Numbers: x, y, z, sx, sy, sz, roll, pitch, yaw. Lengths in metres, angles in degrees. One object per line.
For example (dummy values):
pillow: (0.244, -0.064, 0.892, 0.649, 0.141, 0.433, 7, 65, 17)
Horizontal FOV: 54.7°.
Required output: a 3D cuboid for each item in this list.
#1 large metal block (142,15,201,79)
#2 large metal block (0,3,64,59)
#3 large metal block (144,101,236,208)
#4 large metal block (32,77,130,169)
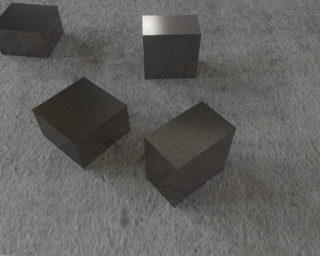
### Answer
large metal block: (0.015, -0.121, 0.470, 0.081, 0.080, 0.050, -2, 50, -2)
large metal block: (-0.220, -0.165, 0.523, 0.080, 0.050, 0.080, 6, 50, 4)
large metal block: (0.031, 0.030, 0.343, 0.081, 0.080, 0.050, -32, 57, -24)
large metal block: (-0.097, -0.009, 0.393, 0.080, 0.050, 0.080, 34, 57, 24)
